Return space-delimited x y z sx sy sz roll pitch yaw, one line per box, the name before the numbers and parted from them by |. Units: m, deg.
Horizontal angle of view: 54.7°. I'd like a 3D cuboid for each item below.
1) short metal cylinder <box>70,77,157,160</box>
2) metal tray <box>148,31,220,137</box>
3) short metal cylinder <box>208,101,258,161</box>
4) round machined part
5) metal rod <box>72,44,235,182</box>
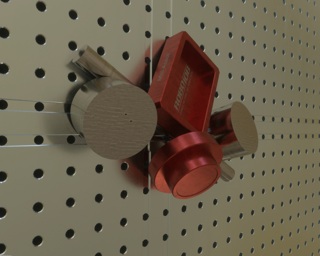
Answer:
short metal cylinder | -0.050 -0.012 0.335 0.081 0.050 0.079 -10 111 -27
metal tray | 0.034 -0.053 0.415 0.090 0.030 0.130 39 53 -33
short metal cylinder | 0.105 0.006 0.465 0.080 0.050 0.080 25 55 -42
round machined part | 0.038 0.054 0.395 0.099 0.042 0.097 -18 140 -15
metal rod | 0.012 -0.003 0.419 0.301 0.025 0.025 38 67 -33
